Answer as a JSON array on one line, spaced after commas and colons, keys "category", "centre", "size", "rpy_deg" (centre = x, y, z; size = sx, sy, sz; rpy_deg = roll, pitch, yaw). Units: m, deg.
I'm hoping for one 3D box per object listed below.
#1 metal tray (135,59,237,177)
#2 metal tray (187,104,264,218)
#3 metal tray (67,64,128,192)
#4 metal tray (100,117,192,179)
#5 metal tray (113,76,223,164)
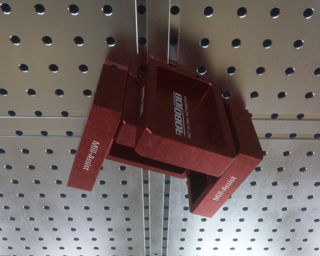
[{"category": "metal tray", "centre": [0.024, -0.016, 0.328], "size": [0.091, 0.130, 0.030], "rpy_deg": [17, 128, -15]}, {"category": "metal tray", "centre": [0.077, 0.044, 0.406], "size": [0.030, 0.090, 0.129], "rpy_deg": [17, 128, -14]}, {"category": "metal tray", "centre": [-0.075, 0.001, 0.369], "size": [0.030, 0.090, 0.129], "rpy_deg": [17, 128, -14]}, {"category": "metal tray", "centre": [-0.006, 0.017, 0.422], "size": [0.131, 0.030, 0.089], "rpy_deg": [17, 128, -15]}, {"category": "metal tray", "centre": [0.016, -0.007, 0.363], "size": [0.131, 0.090, 0.030], "rpy_deg": [17, 128, -14]}]
